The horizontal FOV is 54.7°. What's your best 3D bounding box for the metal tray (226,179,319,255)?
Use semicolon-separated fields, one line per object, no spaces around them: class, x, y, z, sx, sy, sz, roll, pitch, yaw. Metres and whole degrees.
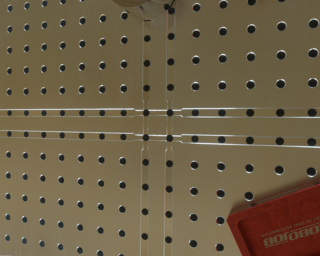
metal tray;0.155;0.120;0.355;0.130;0.030;0.090;-25;82;18

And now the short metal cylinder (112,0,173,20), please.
short metal cylinder;-0.025;-0.190;0.408;0.080;0.050;0.079;0;90;20
